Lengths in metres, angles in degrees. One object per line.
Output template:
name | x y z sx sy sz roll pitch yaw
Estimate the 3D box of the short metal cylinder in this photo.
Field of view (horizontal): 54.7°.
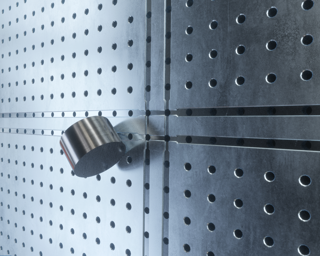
short metal cylinder | -0.097 0.028 0.451 0.080 0.081 0.050 -50 61 28
